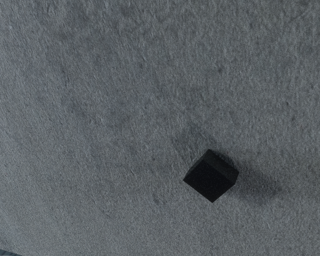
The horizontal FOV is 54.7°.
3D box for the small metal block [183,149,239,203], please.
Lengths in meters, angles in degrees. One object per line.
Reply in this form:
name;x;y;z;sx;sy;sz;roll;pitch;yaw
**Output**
small metal block;0.067;0.064;0.410;0.050;0.025;0.050;38;129;2
